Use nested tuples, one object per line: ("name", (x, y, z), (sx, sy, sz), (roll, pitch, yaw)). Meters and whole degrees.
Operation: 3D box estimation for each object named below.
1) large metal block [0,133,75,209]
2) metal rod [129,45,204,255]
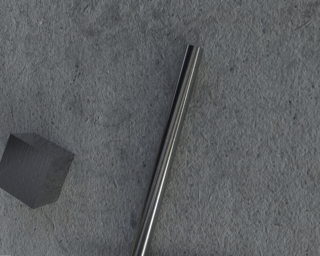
("large metal block", (-0.186, 0.060, 0.460), (0.080, 0.050, 0.080), (25, 98, 18))
("metal rod", (0.005, 0.042, 0.406), (0.025, 0.025, 0.298), (17, 95, 19))
